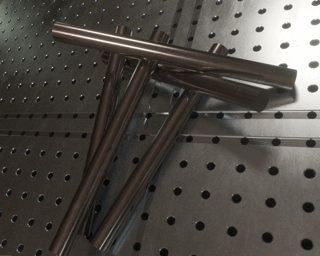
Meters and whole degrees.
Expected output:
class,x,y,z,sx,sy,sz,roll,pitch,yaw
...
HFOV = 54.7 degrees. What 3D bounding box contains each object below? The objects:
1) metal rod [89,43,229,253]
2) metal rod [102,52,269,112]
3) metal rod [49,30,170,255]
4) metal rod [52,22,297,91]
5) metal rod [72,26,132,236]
class,x,y,z,sx,sy,sz,roll,pitch,yaw
metal rod,0.006,0.014,0.394,0.025,0.025,0.300,22,73,36
metal rod,0.008,-0.074,0.421,0.300,0.025,0.025,25,75,45
metal rod,-0.056,0.008,0.386,0.025,0.025,0.299,14,73,33
metal rod,0.011,-0.091,0.383,0.301,0.025,0.025,14,67,8
metal rod,-0.077,-0.010,0.427,0.025,0.025,0.299,-1,69,27
